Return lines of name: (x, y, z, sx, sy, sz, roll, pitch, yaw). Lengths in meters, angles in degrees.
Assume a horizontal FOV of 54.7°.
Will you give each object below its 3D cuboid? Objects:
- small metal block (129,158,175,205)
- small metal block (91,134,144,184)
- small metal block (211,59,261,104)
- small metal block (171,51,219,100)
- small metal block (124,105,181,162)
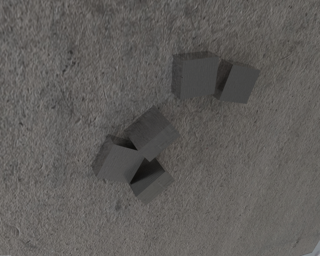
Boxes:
small metal block: (-0.016, 0.067, 0.423, 0.050, 0.050, 0.025, -41, 130, 0)
small metal block: (-0.053, 0.041, 0.403, 0.050, 0.025, 0.050, 19, 108, -36)
small metal block: (0.102, -0.063, 0.423, 0.050, 0.025, 0.050, 4, 117, -30)
small metal block: (0.043, -0.067, 0.389, 0.050, 0.025, 0.050, -12, 124, -22)
small metal block: (-0.010, 0.006, 0.389, 0.050, 0.050, 0.025, -41, 130, 0)
